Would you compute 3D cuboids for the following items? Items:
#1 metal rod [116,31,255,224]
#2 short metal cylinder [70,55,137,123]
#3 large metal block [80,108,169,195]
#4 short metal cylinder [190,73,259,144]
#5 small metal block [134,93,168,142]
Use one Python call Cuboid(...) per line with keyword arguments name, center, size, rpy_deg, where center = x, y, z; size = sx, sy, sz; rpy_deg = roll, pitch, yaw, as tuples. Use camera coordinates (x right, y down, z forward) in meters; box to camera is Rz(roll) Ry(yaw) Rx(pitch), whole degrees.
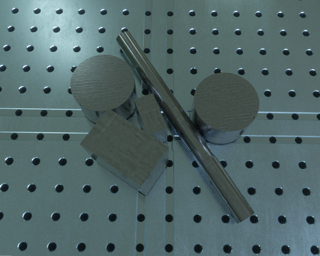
Cuboid(name="metal rod", center=(0.024, -0.013, 0.412), size=(0.025, 0.025, 0.299), rpy_deg=(-30, 73, -10))
Cuboid(name="short metal cylinder", center=(-0.072, -0.050, 0.412), size=(0.081, 0.050, 0.080), rpy_deg=(0, 70, 0))
Cuboid(name="large metal block", center=(-0.037, 0.032, 0.366), size=(0.080, 0.080, 0.050), rpy_deg=(32, 74, 11))
Cuboid(name="short metal cylinder", center=(0.082, -0.025, 0.404), size=(0.081, 0.050, 0.080), rpy_deg=(0, 70, 0))
Cuboid(name="small metal block", center=(-0.011, -0.009, 0.397), size=(0.025, 0.050, 0.050), rpy_deg=(-20, 72, -7))
